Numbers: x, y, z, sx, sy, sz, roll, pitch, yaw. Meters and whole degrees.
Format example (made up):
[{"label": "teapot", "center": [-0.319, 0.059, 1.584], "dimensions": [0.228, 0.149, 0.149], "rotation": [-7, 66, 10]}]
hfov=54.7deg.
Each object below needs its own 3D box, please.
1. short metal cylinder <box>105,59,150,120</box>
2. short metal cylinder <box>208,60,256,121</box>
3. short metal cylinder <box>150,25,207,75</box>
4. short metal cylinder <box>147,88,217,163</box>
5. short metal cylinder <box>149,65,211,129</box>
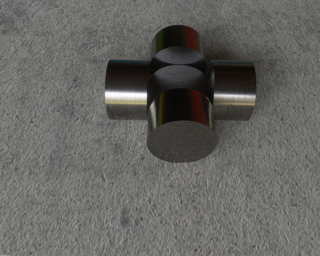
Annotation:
[{"label": "short metal cylinder", "center": [-0.040, -0.050, 0.411], "dimensions": [0.050, 0.080, 0.080], "rotation": [1, 50, 1]}, {"label": "short metal cylinder", "center": [0.091, -0.050, 0.412], "dimensions": [0.050, 0.080, 0.080], "rotation": [1, 50, 1]}, {"label": "short metal cylinder", "center": [0.026, -0.102, 0.454], "dimensions": [0.081, 0.080, 0.050], "rotation": [1, 51, 0]}, {"label": "short metal cylinder", "center": [0.025, -0.001, 0.370], "dimensions": [0.081, 0.080, 0.050], "rotation": [0, 50, 0]}, {"label": "short metal cylinder", "center": [0.026, -0.041, 0.424], "dimensions": [0.081, 0.050, 0.080], "rotation": [0, 50, 0]}]
